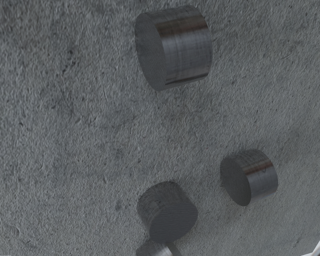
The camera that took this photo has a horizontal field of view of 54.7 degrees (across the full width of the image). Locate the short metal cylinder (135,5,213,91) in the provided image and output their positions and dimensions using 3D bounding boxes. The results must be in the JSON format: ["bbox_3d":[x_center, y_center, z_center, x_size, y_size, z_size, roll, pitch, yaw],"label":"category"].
[{"bbox_3d":[0.012,-0.084,0.326,0.050,0.080,0.079,-18,126,-18],"label":"short metal cylinder"}]

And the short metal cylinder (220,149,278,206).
[{"bbox_3d":[0.140,0.078,0.496,0.050,0.080,0.079,-16,125,-19],"label":"short metal cylinder"}]

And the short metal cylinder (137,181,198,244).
[{"bbox_3d":[0.011,0.129,0.476,0.081,0.050,0.079,-14,124,-21],"label":"short metal cylinder"}]

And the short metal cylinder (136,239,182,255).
[{"bbox_3d":[0.005,0.218,0.508,0.050,0.080,0.080,-38,129,-3],"label":"short metal cylinder"}]
